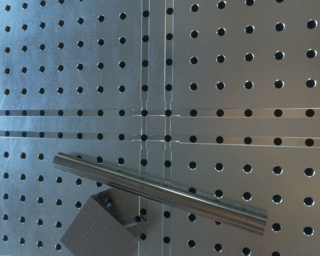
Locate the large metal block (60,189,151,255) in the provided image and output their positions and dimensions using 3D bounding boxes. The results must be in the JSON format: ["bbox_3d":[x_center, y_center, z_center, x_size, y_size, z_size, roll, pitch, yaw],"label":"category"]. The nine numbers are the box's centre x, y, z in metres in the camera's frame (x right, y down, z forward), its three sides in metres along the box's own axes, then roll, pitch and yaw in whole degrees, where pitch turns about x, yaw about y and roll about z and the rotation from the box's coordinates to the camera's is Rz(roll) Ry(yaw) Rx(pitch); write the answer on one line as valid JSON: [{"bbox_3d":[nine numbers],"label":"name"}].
[{"bbox_3d":[-0.074,0.144,0.424,0.080,0.050,0.080,38,102,15],"label":"large metal block"}]

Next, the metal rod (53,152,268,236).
[{"bbox_3d":[-0.013,0.082,0.416,0.301,0.025,0.025,14,95,19],"label":"metal rod"}]
